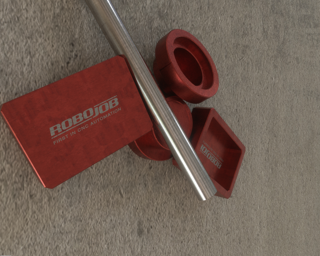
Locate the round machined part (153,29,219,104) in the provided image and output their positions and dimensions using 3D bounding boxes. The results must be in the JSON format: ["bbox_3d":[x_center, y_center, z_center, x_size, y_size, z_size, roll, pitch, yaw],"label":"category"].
[{"bbox_3d":[0.030,-0.076,0.405,0.099,0.042,0.098,25,52,-36],"label":"round machined part"}]

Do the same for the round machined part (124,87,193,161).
[{"bbox_3d":[0.004,-0.006,0.399,0.099,0.042,0.097,0,90,-40],"label":"round machined part"}]

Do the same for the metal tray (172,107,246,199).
[{"bbox_3d":[0.077,0.039,0.453,0.130,0.030,0.090,42,64,-44],"label":"metal tray"}]

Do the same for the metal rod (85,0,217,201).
[{"bbox_3d":[-0.017,-0.051,0.348,0.025,0.025,0.299,-34,98,-35],"label":"metal rod"}]

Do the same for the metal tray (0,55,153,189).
[{"bbox_3d":[-0.080,-0.010,0.321,0.131,0.030,0.090,-31,107,-27],"label":"metal tray"}]
